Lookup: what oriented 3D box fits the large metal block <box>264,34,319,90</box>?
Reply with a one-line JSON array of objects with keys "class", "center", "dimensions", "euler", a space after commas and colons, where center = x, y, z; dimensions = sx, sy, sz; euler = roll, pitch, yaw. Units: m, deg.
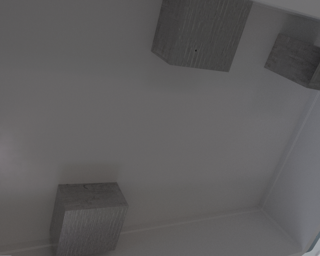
[{"class": "large metal block", "center": [0.210, -0.089, 0.432], "dimensions": [0.081, 0.080, 0.050], "euler": [4, 117, -30]}]

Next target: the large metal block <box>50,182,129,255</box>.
[{"class": "large metal block", "center": [-0.097, 0.121, 0.415], "dimensions": [0.081, 0.050, 0.079], "euler": [4, 117, -30]}]

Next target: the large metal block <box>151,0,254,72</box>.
[{"class": "large metal block", "center": [0.045, -0.113, 0.347], "dimensions": [0.081, 0.050, 0.079], "euler": [1, 118, -29]}]
